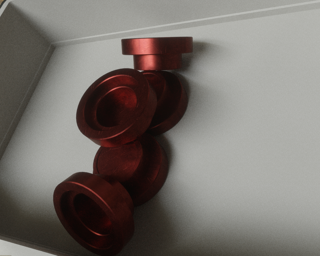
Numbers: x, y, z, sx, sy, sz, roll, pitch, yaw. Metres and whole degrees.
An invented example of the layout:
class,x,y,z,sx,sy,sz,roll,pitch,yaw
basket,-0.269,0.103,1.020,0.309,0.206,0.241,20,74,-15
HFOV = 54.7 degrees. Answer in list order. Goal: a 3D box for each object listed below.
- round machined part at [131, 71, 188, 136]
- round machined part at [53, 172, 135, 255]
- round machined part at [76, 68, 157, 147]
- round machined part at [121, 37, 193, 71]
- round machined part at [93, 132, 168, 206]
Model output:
class,x,y,z,sx,sy,sz,roll,pitch,yaw
round machined part,-0.016,-0.040,0.424,0.098,0.042,0.098,-13,56,20
round machined part,-0.069,0.091,0.348,0.098,0.097,0.042,7,27,30
round machined part,-0.048,-0.021,0.374,0.098,0.042,0.098,-13,56,20
round machined part,-0.004,-0.104,0.434,0.098,0.099,0.042,8,108,31
round machined part,-0.043,0.046,0.385,0.098,0.042,0.098,-13,56,20
